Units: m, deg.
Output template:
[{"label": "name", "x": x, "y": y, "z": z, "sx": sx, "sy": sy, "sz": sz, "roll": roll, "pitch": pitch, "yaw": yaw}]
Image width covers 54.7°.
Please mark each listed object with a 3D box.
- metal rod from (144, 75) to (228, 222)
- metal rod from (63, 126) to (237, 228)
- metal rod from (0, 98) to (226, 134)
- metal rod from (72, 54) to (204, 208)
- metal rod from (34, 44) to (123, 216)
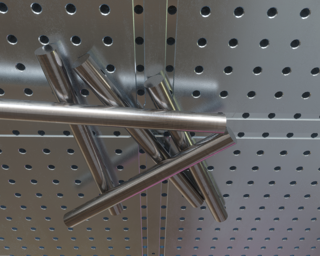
[{"label": "metal rod", "x": 0.050, "y": 0.050, "z": 0.454, "sx": 0.025, "sy": 0.025, "sz": 0.299, "roll": -18, "pitch": 128, "yaw": 14}, {"label": "metal rod", "x": -0.028, "y": 0.079, "z": 0.445, "sx": 0.300, "sy": 0.025, "sz": 0.025, "roll": -31, "pitch": 124, "yaw": 23}, {"label": "metal rod", "x": -0.073, "y": -0.015, "z": 0.365, "sx": 0.302, "sy": 0.025, "sz": 0.025, "roll": 4, "pitch": 130, "yaw": -4}, {"label": "metal rod", "x": -0.013, "y": 0.023, "z": 0.430, "sx": 0.025, "sy": 0.025, "sz": 0.300, "roll": -24, "pitch": 127, "yaw": 19}, {"label": "metal rod", "x": -0.099, "y": 0.026, "z": 0.432, "sx": 0.025, "sy": 0.025, "sz": 0.298, "roll": -8, "pitch": 130, "yaw": 6}]
